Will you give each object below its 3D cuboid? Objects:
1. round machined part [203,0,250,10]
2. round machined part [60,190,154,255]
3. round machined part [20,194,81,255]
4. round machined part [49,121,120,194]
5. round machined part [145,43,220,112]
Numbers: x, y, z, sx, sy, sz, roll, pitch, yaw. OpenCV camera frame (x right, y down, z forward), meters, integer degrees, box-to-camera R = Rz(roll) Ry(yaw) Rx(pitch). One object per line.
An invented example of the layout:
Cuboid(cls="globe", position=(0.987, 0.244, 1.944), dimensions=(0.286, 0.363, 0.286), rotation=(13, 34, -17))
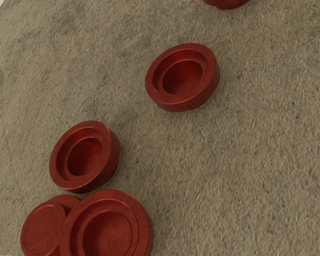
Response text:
Cuboid(cls="round machined part", position=(0.108, -0.220, 0.472), dimensions=(0.098, 0.042, 0.098), rotation=(-13, 56, 21))
Cuboid(cls="round machined part", position=(-0.054, 0.121, 0.339), dimensions=(0.098, 0.042, 0.098), rotation=(-6, 61, 11))
Cuboid(cls="round machined part", position=(-0.131, 0.129, 0.383), dimensions=(0.098, 0.042, 0.098), rotation=(-13, 56, 21))
Cuboid(cls="round machined part", position=(-0.096, 0.042, 0.418), dimensions=(0.098, 0.042, 0.098), rotation=(-13, 56, 21))
Cuboid(cls="round machined part", position=(0.033, -0.062, 0.414), dimensions=(0.098, 0.042, 0.098), rotation=(-13, 56, 21))
